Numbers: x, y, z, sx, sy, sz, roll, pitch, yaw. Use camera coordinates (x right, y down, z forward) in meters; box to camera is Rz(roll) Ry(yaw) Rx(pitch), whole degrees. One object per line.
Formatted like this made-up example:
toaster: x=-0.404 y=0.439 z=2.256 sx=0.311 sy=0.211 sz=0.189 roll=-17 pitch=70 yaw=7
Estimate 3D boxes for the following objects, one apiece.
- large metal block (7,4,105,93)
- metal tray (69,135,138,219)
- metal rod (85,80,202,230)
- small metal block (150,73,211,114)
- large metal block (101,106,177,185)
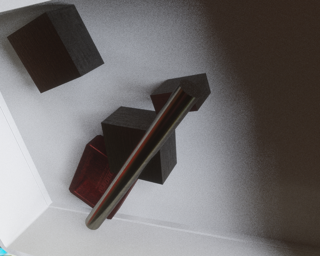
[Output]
large metal block: x=-0.133 y=-0.100 z=0.399 sx=0.080 sy=0.050 sz=0.080 roll=-14 pitch=112 yaw=33
metal tray: x=-0.090 y=0.083 z=0.501 sx=0.090 sy=0.030 sz=0.129 roll=35 pitch=129 yaw=5
metal rod: x=-0.038 y=0.055 z=0.396 sx=0.025 sy=0.025 sz=0.298 roll=38 pitch=129 yaw=2
small metal block: x=0.025 y=-0.039 z=0.354 sx=0.050 sy=0.050 sz=0.025 roll=-5 pitch=116 yaw=30
large metal block: x=-0.025 y=0.022 z=0.418 sx=0.080 sy=0.050 sz=0.079 roll=9 pitch=123 yaw=23
